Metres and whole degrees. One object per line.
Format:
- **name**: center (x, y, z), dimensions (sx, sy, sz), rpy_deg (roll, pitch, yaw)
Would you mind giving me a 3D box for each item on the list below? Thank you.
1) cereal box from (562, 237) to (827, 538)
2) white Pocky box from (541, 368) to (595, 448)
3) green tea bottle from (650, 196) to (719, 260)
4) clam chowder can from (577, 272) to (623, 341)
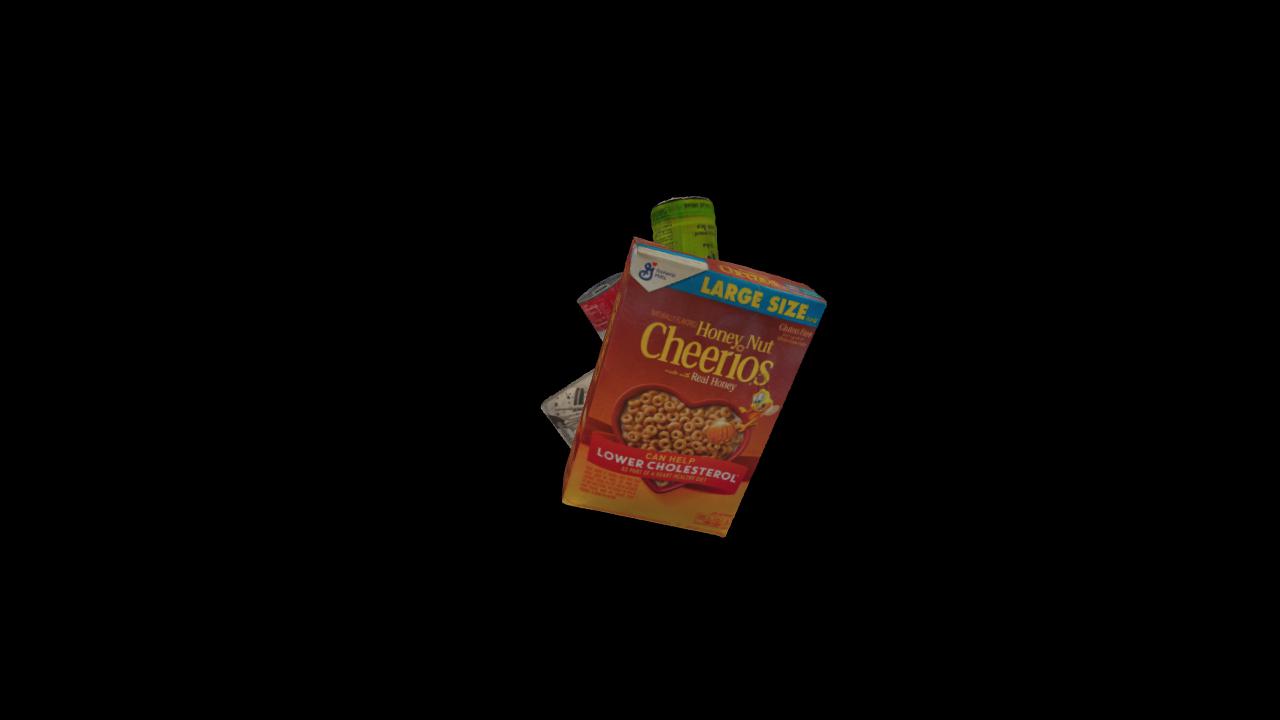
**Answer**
- **cereal box**: center (0.047, 0.039, 0.679), dimensions (0.203, 0.306, 0.081), rpy_deg (15, 22, -10)
- **white Pocky box**: center (-0.036, 0.046, 0.759), dimensions (0.154, 0.084, 0.028), rpy_deg (-33, 13, 6)
- **green tea bottle**: center (0.056, -0.062, 0.656), dimensions (0.073, 0.212, 0.073), rpy_deg (-5, 1, 0)
- **clam chowder can**: center (-0.023, -0.048, 0.760), dimensions (0.068, 0.102, 0.068), rpy_deg (-29, 16, 9)
